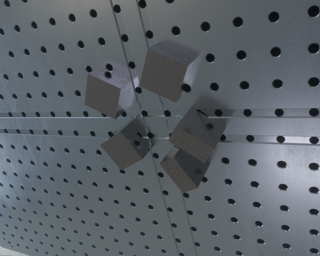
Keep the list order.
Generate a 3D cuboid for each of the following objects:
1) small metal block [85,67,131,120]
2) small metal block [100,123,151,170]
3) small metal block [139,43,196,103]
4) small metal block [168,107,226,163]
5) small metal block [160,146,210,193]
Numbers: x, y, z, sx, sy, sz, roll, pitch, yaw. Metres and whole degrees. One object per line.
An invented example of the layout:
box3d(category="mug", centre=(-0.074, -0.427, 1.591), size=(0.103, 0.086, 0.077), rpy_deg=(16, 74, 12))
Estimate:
box3d(category="small metal block", centre=(-0.072, -0.047, 0.421), size=(0.050, 0.025, 0.050), rpy_deg=(26, 128, 12))
box3d(category="small metal block", centre=(-0.051, 0.028, 0.457), size=(0.050, 0.025, 0.050), rpy_deg=(-31, 101, 38))
box3d(category="small metal block", centre=(0.008, -0.065, 0.367), size=(0.050, 0.025, 0.050), rpy_deg=(26, 128, 12))
box3d(category="small metal block", centre=(0.046, 0.007, 0.376), size=(0.050, 0.050, 0.025), rpy_deg=(33, 129, 7))
box3d(category="small metal block", centre=(0.034, 0.048, 0.407), size=(0.025, 0.050, 0.050), rpy_deg=(-31, 102, 38))
